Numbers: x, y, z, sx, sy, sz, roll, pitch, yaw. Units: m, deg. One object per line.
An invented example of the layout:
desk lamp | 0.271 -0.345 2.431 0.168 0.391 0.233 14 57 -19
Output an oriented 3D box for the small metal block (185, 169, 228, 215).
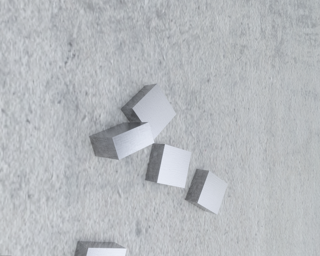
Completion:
small metal block | 0.071 0.096 0.467 0.050 0.025 0.050 37 67 -34

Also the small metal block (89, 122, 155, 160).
small metal block | -0.044 0.013 0.353 0.050 0.050 0.025 -24 106 -38

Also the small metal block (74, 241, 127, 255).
small metal block | -0.070 0.157 0.348 0.050 0.025 0.050 20 78 -39

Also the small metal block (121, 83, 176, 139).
small metal block | -0.013 -0.021 0.395 0.050 0.025 0.050 -49 119 -29

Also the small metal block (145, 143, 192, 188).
small metal block | 0.012 0.051 0.417 0.050 0.025 0.050 19 78 -39
